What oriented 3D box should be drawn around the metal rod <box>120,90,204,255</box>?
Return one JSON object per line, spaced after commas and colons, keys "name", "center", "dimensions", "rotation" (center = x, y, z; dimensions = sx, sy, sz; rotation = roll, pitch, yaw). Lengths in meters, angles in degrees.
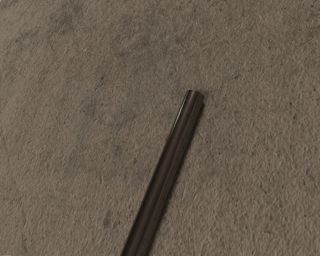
{"name": "metal rod", "center": [-0.008, 0.087, 0.353], "dimensions": [0.025, 0.025, 0.300], "rotation": [10, 66, 32]}
